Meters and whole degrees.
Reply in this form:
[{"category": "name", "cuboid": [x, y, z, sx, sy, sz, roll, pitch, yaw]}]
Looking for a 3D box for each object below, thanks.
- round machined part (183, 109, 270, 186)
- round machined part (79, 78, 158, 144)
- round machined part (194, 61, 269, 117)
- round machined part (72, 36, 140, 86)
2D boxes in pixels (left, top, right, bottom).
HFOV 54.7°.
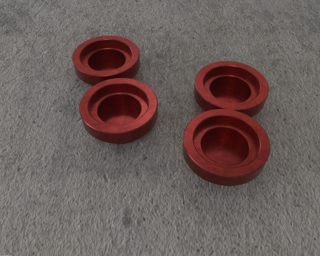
[{"category": "round machined part", "cuboid": [0.076, 0.026, 0.370, 0.099, 0.042, 0.098, 0, 50, 0]}, {"category": "round machined part", "cuboid": [-0.052, -0.018, 0.407, 0.099, 0.042, 0.098, 0, 50, 0]}, {"category": "round machined part", "cuboid": [0.096, -0.047, 0.432, 0.099, 0.042, 0.098, 0, 50, 0]}, {"category": "round machined part", "cuboid": [-0.079, -0.095, 0.472, 0.099, 0.042, 0.098, 0, 50, 0]}]
